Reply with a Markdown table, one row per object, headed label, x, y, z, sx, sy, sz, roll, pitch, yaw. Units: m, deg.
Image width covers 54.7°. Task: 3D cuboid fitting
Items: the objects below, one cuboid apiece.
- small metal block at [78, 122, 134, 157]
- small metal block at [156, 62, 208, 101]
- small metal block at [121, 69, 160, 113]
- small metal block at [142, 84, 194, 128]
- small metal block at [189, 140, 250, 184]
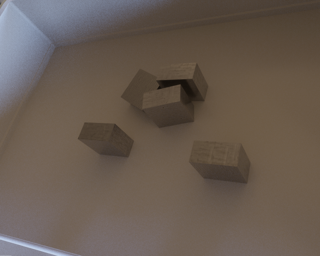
| label | x | y | z | sx | sy | sz | roll | pitch | yaw |
| --- | --- | --- | --- | --- | --- | --- | --- | --- | --- |
| small metal block | -0.072 | 0.016 | 0.416 | 0.050 | 0.050 | 0.025 | 2 | 63 | 29 |
| small metal block | 0.030 | -0.059 | 0.409 | 0.050 | 0.050 | 0.025 | 2 | 63 | 28 |
| small metal block | -0.020 | -0.050 | 0.441 | 0.050 | 0.025 | 0.050 | 33 | 88 | 38 |
| small metal block | 0.012 | -0.027 | 0.399 | 0.050 | 0.050 | 0.025 | -11 | 58 | 22 |
| small metal block | 0.065 | 0.037 | 0.332 | 0.050 | 0.050 | 0.025 | 2 | 63 | 29 |
